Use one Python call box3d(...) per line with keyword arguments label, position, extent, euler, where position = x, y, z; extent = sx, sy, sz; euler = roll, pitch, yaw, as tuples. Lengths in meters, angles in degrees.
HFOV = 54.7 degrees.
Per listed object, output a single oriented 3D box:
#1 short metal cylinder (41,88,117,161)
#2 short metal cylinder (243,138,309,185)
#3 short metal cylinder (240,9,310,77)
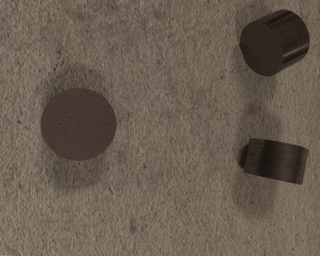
box3d(label="short metal cylinder", position=(-0.096, -0.004, 0.361), extent=(0.081, 0.050, 0.079), euler=(0, 90, -21))
box3d(label="short metal cylinder", position=(0.164, 0.047, 0.442), extent=(0.081, 0.080, 0.050), euler=(14, 86, -20))
box3d(label="short metal cylinder", position=(0.161, -0.120, 0.441), extent=(0.050, 0.080, 0.080), euler=(-29, 100, -18))
